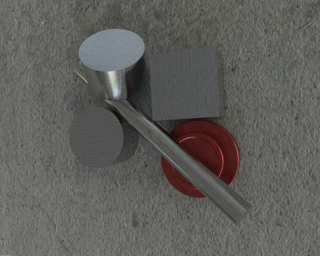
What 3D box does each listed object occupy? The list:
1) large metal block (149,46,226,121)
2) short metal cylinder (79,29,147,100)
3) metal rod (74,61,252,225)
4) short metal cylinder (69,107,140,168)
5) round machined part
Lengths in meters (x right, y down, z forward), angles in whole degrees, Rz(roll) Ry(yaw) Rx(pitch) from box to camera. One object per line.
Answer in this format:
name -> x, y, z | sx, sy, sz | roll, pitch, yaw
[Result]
large metal block -> 0.035, -0.050, 0.382 | 0.080, 0.050, 0.080 | -3, 89, 20
short metal cylinder -> -0.058, -0.082, 0.397 | 0.080, 0.050, 0.080 | -1, 53, 2
metal rod -> -0.015, 0.000, 0.380 | 0.300, 0.025, 0.025 | 41, 103, 28
short metal cylinder -> -0.075, 0.012, 0.424 | 0.080, 0.050, 0.080 | 0, 90, 20
round machined part -> 0.047, 0.039, 0.384 | 0.098, 0.042, 0.097 | 0, 90, 20
